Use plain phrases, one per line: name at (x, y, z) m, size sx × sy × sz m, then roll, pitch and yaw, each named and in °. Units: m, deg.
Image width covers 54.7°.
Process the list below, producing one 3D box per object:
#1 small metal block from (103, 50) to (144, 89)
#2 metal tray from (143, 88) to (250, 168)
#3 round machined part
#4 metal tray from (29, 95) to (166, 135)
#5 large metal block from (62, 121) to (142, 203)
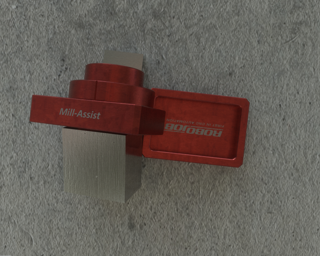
small metal block at (-0.049, -0.074, 0.411) m, size 0.050 × 0.025 × 0.050 m, roll 7°, pitch 90°, yaw -1°
metal tray at (0.045, 0.000, 0.409) m, size 0.131 × 0.030 × 0.089 m, roll 6°, pitch 90°, yaw -1°
round machined part at (-0.054, -0.048, 0.363) m, size 0.099 × 0.098 × 0.042 m, roll 6°, pitch 90°, yaw -1°
metal tray at (-0.069, -0.014, 0.361) m, size 0.130 × 0.090 × 0.030 m, roll 7°, pitch 91°, yaw 18°
large metal block at (-0.069, 0.038, 0.379) m, size 0.080 × 0.050 × 0.079 m, roll 6°, pitch 103°, yaw 17°
